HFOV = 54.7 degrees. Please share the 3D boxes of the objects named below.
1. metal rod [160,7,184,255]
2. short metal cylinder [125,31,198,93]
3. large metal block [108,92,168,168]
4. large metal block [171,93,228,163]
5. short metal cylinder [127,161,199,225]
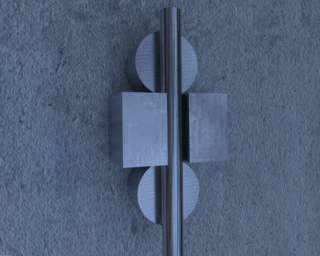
[{"bbox_3d":[0.014,0.013,0.362,0.025,0.025,0.298,-1,90,-20],"label":"metal rod"},{"bbox_3d":[0.001,-0.078,0.397,0.081,0.050,0.080,0,90,-20],"label":"short metal cylinder"},{"bbox_3d":[-0.029,0.001,0.370,0.050,0.080,0.080,-1,90,-20],"label":"large metal block"},{"bbox_3d":[0.043,-0.001,0.397,0.050,0.080,0.080,-1,90,-20],"label":"large metal block"},{"bbox_3d":[0.003,0.078,0.399,0.081,0.050,0.080,0,90,-20],"label":"short metal cylinder"}]
